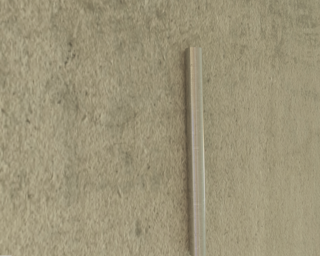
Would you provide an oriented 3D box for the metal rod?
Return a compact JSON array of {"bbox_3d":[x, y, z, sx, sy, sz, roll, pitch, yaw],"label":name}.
[{"bbox_3d":[0.052,0.035,0.450,0.025,0.025,0.298,-2,92,-40],"label":"metal rod"}]
